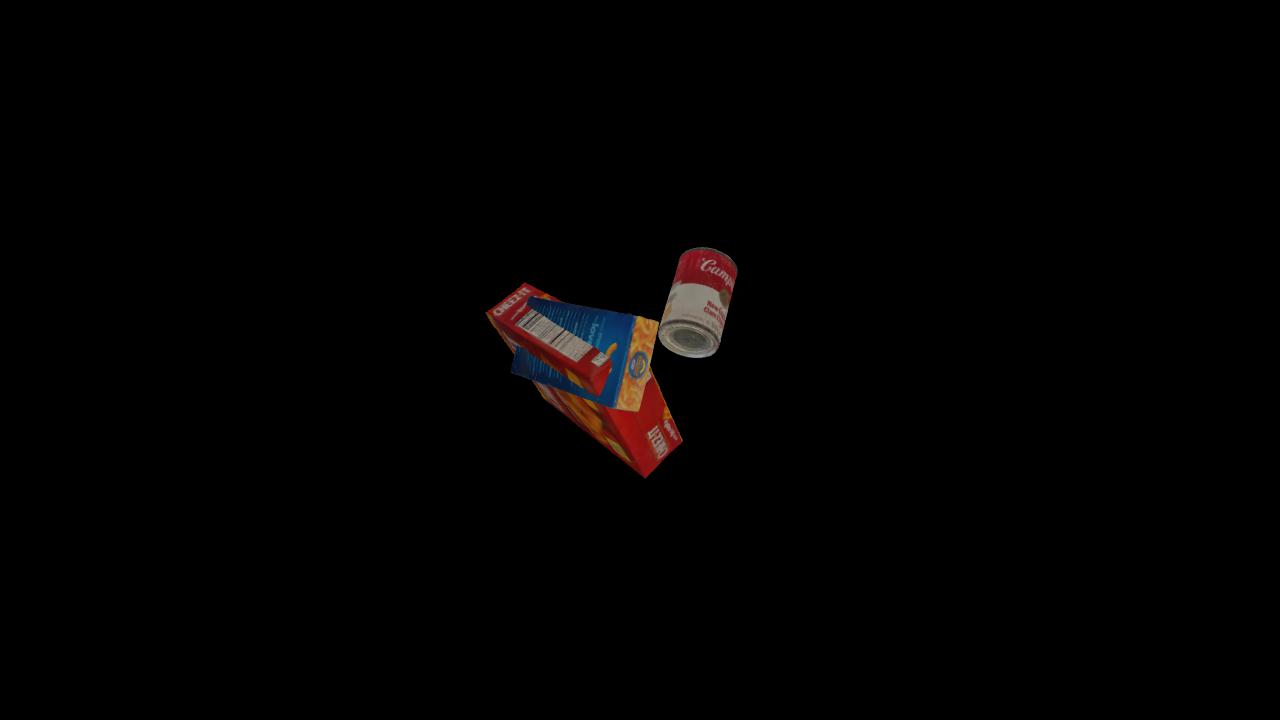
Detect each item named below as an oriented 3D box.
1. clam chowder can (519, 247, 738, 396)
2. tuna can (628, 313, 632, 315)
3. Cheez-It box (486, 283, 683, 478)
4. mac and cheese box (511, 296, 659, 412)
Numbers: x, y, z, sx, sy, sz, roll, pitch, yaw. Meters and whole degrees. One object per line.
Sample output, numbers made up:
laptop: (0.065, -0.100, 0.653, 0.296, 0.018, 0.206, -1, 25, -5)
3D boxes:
clam chowder can: (0.063, -0.061, 0.664, 0.068, 0.102, 0.068, 14, -28, 8)
tuna can: (-0.020, -0.015, 0.764, 0.034, 0.084, 0.084, -9, -1, 6)
Cheez-It box: (-0.066, 0.017, 0.706, 0.071, 0.166, 0.223, -41, 43, -19)
mac and cheese box: (-0.064, -0.011, 0.646, 0.041, 0.093, 0.184, 13, 1, -44)
